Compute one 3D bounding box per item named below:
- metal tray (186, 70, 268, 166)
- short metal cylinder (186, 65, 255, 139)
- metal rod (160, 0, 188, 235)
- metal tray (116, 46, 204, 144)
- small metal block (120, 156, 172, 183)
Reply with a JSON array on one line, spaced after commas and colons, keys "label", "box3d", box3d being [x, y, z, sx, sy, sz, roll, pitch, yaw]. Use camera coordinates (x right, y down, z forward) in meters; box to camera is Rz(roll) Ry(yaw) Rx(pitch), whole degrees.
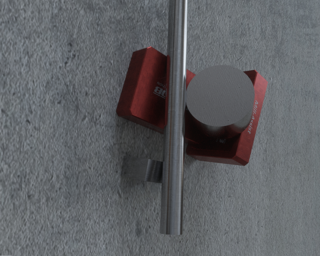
[{"label": "metal tray", "box3d": [0.095, -0.015, 0.446, 0.030, 0.090, 0.130, 29, 72, -37]}, {"label": "short metal cylinder", "box3d": [0.076, -0.031, 0.388, 0.050, 0.080, 0.080, 54, 51, -66]}, {"label": "metal rod", "box3d": [0.019, -0.030, 0.373, 0.025, 0.025, 0.299, 14, 72, -40]}, {"label": "metal tray", "box3d": [0.013, -0.039, 0.415, 0.131, 0.030, 0.090, 23, 75, -38]}, {"label": "small metal block", "box3d": [-0.012, 0.052, 0.381, 0.050, 0.050, 0.025, 16, 80, -39]}]
